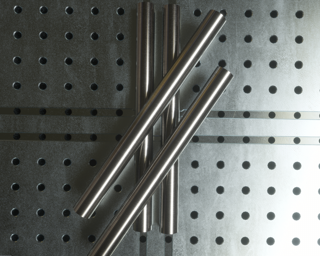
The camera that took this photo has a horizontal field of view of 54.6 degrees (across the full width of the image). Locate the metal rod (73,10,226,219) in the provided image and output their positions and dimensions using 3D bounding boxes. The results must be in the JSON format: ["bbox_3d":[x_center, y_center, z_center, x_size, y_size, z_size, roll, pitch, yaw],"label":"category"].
[{"bbox_3d":[-0.013,-0.017,0.389,0.025,0.025,0.299,35,90,0],"label":"metal rod"}]

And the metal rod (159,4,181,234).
[{"bbox_3d":[0.014,-0.011,0.414,0.025,0.025,0.298,1,90,0],"label":"metal rod"}]

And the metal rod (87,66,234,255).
[{"bbox_3d":[-0.003,0.053,0.388,0.025,0.025,0.299,35,90,0],"label":"metal rod"}]

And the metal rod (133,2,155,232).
[{"bbox_3d":[-0.021,-0.014,0.414,0.025,0.025,0.298,1,90,0],"label":"metal rod"}]
